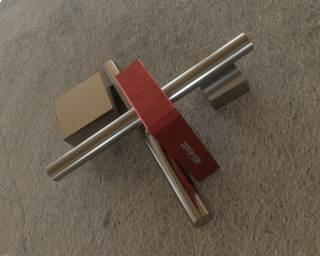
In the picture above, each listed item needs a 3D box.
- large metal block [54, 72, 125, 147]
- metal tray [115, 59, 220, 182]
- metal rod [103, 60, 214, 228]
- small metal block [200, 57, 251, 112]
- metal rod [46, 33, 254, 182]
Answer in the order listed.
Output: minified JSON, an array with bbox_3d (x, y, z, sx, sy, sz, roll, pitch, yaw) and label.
[{"bbox_3d":[-0.099,-0.022,0.451,0.080,0.050,0.080,-32,52,7],"label":"large metal block"},{"bbox_3d":[0.011,-0.004,0.332,0.030,0.130,0.090,-37,51,4],"label":"metal tray"},{"bbox_3d":[-0.018,-0.002,0.415,0.025,0.025,0.300,-36,51,4],"label":"metal rod"},{"bbox_3d":[0.079,-0.057,0.398,0.050,0.025,0.050,-31,52,8],"label":"small metal block"},{"bbox_3d":[-0.017,-0.023,0.394,0.300,0.025,0.025,-34,52,5],"label":"metal rod"}]
